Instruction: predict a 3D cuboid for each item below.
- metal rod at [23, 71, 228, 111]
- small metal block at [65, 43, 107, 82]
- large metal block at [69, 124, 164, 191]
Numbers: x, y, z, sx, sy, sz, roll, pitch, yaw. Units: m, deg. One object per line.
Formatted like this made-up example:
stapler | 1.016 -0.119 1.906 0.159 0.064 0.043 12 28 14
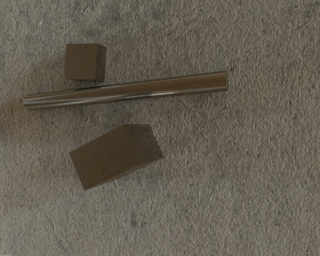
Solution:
metal rod | -0.060 -0.048 0.428 0.301 0.025 0.025 -4 89 19
small metal block | -0.107 -0.093 0.445 0.050 0.025 0.050 4 91 19
large metal block | -0.052 0.035 0.397 0.080 0.080 0.050 -27 82 18
